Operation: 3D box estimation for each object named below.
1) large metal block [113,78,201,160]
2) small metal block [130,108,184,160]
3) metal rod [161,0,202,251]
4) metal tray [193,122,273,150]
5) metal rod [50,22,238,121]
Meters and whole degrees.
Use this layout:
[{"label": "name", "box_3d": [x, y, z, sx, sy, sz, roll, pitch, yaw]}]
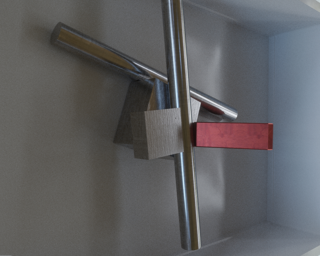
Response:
[{"label": "large metal block", "box_3d": [-0.002, -0.008, 0.389, 0.080, 0.050, 0.080, 23, 76, -38]}, {"label": "small metal block", "box_3d": [-0.003, 0.005, 0.339, 0.050, 0.025, 0.050, -9, 95, -40]}, {"label": "metal rod", "box_3d": [0.026, -0.006, 0.363, 0.025, 0.025, 0.298, -8, 96, -40]}, {"label": "metal tray", "box_3d": [0.102, 0.009, 0.416, 0.130, 0.090, 0.030, 1, 90, -72]}, {"label": "metal rod", "box_3d": [0.005, -0.059, 0.411, 0.302, 0.025, 0.025, 19, 78, -39]}]
